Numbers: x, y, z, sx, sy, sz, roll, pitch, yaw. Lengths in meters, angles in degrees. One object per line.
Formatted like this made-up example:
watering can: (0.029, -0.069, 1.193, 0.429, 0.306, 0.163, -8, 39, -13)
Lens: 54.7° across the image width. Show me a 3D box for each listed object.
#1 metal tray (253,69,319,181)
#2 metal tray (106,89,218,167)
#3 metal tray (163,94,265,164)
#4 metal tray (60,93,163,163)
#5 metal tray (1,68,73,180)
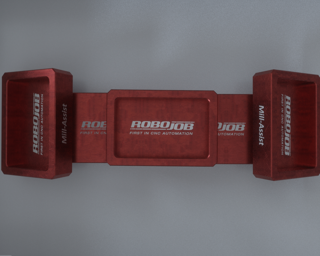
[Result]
metal tray: (0.160, -0.003, 0.389, 0.091, 0.030, 0.129, 0, 90, -28)
metal tray: (0.003, 0.000, 0.377, 0.131, 0.030, 0.089, 1, 89, 0)
metal tray: (0.069, 0.001, 0.408, 0.131, 0.030, 0.089, 0, 90, 0)
metal tray: (-0.062, 0.000, 0.408, 0.131, 0.030, 0.089, 0, 90, 0)
metal tray: (-0.155, -0.005, 0.388, 0.090, 0.030, 0.129, 1, 90, 25)
